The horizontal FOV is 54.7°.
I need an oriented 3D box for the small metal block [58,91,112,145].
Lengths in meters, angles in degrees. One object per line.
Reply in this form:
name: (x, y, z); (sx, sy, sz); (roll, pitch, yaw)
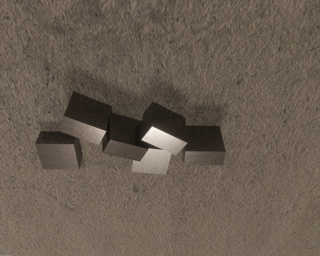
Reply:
small metal block: (-0.091, -0.012, 0.379); (0.050, 0.050, 0.025); (21, 127, -17)

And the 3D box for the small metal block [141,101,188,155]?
small metal block: (0.005, 0.000, 0.391); (0.050, 0.050, 0.025); (25, 125, -20)

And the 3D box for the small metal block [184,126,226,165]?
small metal block: (0.056, 0.022, 0.411); (0.050, 0.050, 0.025); (1, 130, -1)

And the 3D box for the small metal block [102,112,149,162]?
small metal block: (-0.045, 0.011, 0.395); (0.050, 0.050, 0.025); (16, 128, -24)

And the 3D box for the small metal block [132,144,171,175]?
small metal block: (-0.012, 0.039, 0.440); (0.050, 0.025, 0.050); (6, 130, -6)

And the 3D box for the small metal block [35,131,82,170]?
small metal block: (-0.139, 0.032, 0.432); (0.050, 0.025, 0.050); (1, 130, -1)
